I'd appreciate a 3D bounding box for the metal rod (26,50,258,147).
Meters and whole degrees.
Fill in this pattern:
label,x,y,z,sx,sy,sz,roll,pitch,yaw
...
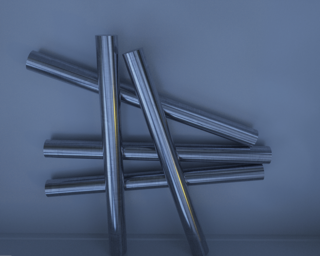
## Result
label,x,y,z,sx,sy,sz,roll,pitch,yaw
metal rod,-0.016,-0.034,0.396,0.302,0.025,0.025,19,109,-8

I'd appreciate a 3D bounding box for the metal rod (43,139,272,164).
label,x,y,z,sx,sy,sz,roll,pitch,yaw
metal rod,-0.002,0.032,0.421,0.302,0.025,0.025,2,110,-1

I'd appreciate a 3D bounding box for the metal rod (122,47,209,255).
label,x,y,z,sx,sy,sz,roll,pitch,yaw
metal rod,0.014,0.046,0.400,0.025,0.025,0.298,-17,110,6

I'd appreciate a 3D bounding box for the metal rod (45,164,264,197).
label,x,y,z,sx,sy,sz,roll,pitch,yaw
metal rod,-0.008,0.073,0.437,0.302,0.025,0.025,-5,110,1

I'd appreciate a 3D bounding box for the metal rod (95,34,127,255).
label,x,y,z,sx,sy,sz,roll,pitch,yaw
metal rod,-0.060,0.037,0.395,0.025,0.025,0.298,0,110,-1
